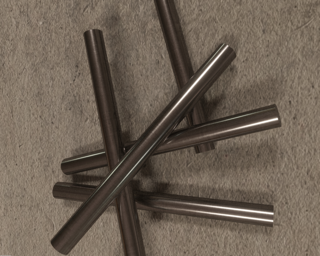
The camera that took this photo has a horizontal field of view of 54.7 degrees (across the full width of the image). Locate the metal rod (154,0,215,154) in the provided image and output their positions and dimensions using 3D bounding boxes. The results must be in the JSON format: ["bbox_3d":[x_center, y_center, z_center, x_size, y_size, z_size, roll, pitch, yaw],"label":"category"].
[{"bbox_3d":[0.019,-0.114,0.401,0.025,0.025,0.298,-17,85,19],"label":"metal rod"}]

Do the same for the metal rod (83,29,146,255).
[{"bbox_3d":[-0.057,0.021,0.387,0.025,0.025,0.298,-14,82,19],"label":"metal rod"}]

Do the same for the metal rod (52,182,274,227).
[{"bbox_3d":[-0.010,0.098,0.411,0.301,0.025,0.025,2,91,19],"label":"metal rod"}]

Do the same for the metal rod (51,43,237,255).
[{"bbox_3d":[-0.015,0.020,0.360,0.025,0.025,0.300,39,84,15],"label":"metal rod"}]

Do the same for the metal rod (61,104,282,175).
[{"bbox_3d":[-0.006,0.022,0.390,0.300,0.025,0.025,-15,85,26],"label":"metal rod"}]
